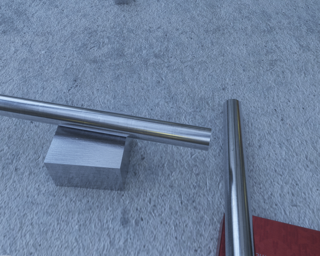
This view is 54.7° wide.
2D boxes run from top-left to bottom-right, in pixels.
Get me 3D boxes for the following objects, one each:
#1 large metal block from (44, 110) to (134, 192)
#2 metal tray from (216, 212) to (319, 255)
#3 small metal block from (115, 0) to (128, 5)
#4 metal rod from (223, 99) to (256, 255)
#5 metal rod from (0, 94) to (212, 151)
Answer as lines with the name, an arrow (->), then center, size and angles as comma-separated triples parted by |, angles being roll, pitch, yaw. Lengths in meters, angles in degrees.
large metal block -> -0.078, 0.024, 0.366 | 0.080, 0.050, 0.080 | 4, 50, 3
metal tray -> 0.118, 0.137, 0.287 | 0.131, 0.030, 0.090 | 11, 51, 9
small metal block -> -0.080, -0.287, 0.627 | 0.025, 0.050, 0.050 | -3, 50, -3
metal rod -> 0.078, 0.063, 0.315 | 0.025, 0.025, 0.300 | 7, 39, 5
metal rod -> -0.095, -0.012, 0.347 | 0.302, 0.025, 0.025 | 9, 51, 7
